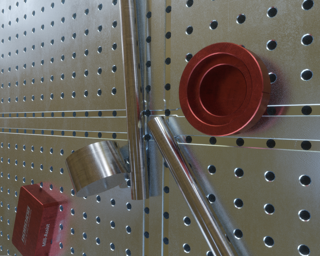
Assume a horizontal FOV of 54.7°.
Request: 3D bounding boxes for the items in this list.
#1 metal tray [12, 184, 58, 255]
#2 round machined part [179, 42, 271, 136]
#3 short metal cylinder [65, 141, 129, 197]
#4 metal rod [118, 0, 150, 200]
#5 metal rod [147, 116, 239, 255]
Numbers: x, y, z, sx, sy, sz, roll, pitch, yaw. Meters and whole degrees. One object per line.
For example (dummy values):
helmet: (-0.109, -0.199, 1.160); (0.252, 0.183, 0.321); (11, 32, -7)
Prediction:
metal tray: (-0.247, 0.187, 0.606); (0.090, 0.030, 0.129); (23, 104, 37)
round machined part: (0.072, -0.040, 0.337); (0.098, 0.042, 0.097); (0, 90, 39)
short metal cylinder: (-0.088, 0.059, 0.444); (0.080, 0.081, 0.050); (-37, 67, 33)
metal rod: (-0.038, -0.051, 0.437); (0.025, 0.025, 0.298); (-7, 86, 39)
metal rod: (0.059, 0.115, 0.358); (0.025, 0.025, 0.299); (-42, 65, 32)
